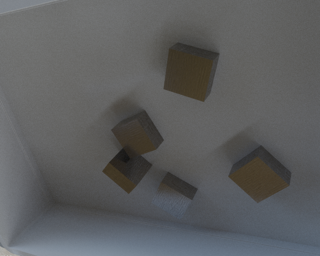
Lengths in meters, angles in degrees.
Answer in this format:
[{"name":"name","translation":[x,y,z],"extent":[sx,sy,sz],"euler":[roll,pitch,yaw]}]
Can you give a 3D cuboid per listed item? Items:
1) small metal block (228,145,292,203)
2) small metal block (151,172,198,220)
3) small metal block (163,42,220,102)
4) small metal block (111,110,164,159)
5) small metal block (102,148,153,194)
[{"name":"small metal block","translation":[0.122,0.057,0.380],"extent":[0.050,0.025,0.050],"euler":[42,129,-1]},{"name":"small metal block","translation":[0.021,0.101,0.460],"extent":[0.050,0.025,0.050],"euler":[29,128,9]},{"name":"small metal block","translation":[0.035,-0.064,0.351],"extent":[0.050,0.025,0.050],"euler":[20,126,16]},{"name":"small metal block","translation":[-0.031,0.010,0.431],"extent":[0.050,0.025,0.050],"euler":[-22,107,36]},{"name":"small metal block","translation":[-0.047,0.059,0.454],"extent":[0.050,0.050,0.025],"euler":[40,129,0]}]
